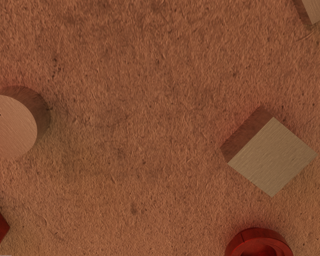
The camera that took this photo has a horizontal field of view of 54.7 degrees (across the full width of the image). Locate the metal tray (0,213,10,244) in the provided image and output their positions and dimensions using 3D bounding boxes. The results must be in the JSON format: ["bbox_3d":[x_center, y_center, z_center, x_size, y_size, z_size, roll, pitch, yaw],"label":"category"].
[{"bbox_3d":[-0.305,0.145,0.456,0.130,0.030,0.090,-20,109,6],"label":"metal tray"}]

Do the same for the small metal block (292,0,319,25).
[{"bbox_3d":[0.183,-0.155,0.355,0.050,0.025,0.050,-31,108,10],"label":"small metal block"}]

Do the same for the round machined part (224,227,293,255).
[{"bbox_3d":[0.147,0.193,0.474,0.099,0.042,0.097,0,110,-1],"label":"round machined part"}]

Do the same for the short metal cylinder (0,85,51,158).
[{"bbox_3d":[-0.187,-0.009,0.390,0.081,0.050,0.079,0,110,-1],"label":"short metal cylinder"}]

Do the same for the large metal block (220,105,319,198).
[{"bbox_3d":[0.140,0.030,0.410,0.080,0.050,0.080,37,106,-13],"label":"large metal block"}]
